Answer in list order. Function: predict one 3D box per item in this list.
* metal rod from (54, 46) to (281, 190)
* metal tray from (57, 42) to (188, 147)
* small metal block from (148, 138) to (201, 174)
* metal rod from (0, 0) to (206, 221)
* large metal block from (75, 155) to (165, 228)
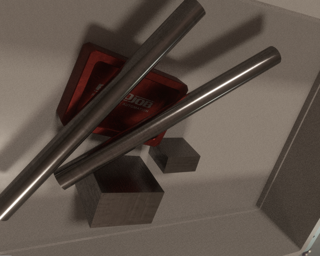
[{"bbox_3d":[0.016,-0.017,0.368,0.301,0.025,0.025,-30,129,-9],"label":"metal rod"},{"bbox_3d":[-0.041,-0.033,0.363,0.131,0.030,0.089,15,110,-35],"label":"metal tray"},{"bbox_3d":[0.019,0.037,0.427,0.050,0.050,0.025,1,118,-29],"label":"small metal block"},{"bbox_3d":[-0.067,-0.017,0.322,0.300,0.025,0.025,-46,130,3],"label":"metal rod"},{"bbox_3d":[-0.054,0.076,0.392,0.081,0.080,0.050,7,115,-32],"label":"large metal block"}]
